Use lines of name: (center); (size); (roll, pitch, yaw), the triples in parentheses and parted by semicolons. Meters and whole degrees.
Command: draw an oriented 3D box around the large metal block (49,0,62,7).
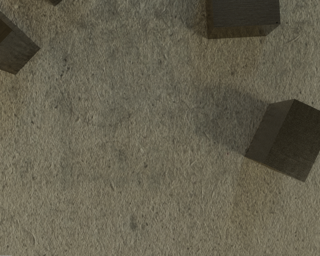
large metal block: (-0.138, -0.221, 0.396); (0.080, 0.050, 0.080); (-40, 90, 0)

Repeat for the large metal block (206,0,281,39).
large metal block: (0.103, -0.163, 0.398); (0.080, 0.050, 0.080); (-3, 90, 0)

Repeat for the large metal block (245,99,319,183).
large metal block: (0.155, 0.014, 0.383); (0.050, 0.080, 0.080); (25, 90, 0)

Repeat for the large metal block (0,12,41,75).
large metal block: (-0.209, -0.117, 0.381); (0.080, 0.080, 0.050); (43, 90, 0)
